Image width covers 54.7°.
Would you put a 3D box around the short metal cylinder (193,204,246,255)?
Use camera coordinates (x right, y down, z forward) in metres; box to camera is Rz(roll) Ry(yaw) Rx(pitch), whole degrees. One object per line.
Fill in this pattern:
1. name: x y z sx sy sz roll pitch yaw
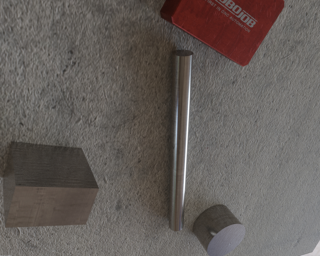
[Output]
1. short metal cylinder: 0.107 0.187 0.565 0.081 0.050 0.079 -14 124 -21

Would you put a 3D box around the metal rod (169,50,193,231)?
1. metal rod: 0.027 0.038 0.444 0.025 0.025 0.298 -14 124 -21

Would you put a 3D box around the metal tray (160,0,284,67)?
1. metal tray: 0.076 -0.138 0.359 0.131 0.030 0.090 19 108 -36

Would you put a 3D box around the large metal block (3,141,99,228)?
1. large metal block: -0.123 0.060 0.341 0.081 0.080 0.050 9 114 -32
